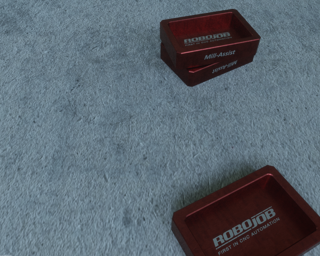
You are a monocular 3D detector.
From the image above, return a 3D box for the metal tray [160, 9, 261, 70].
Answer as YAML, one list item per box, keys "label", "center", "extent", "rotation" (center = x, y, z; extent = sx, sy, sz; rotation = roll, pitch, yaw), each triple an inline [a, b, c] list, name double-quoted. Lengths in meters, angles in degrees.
- label: "metal tray"
  center: [0.074, -0.139, 0.477]
  extent: [0.131, 0.030, 0.090]
  rotation: [-13, 51, -11]

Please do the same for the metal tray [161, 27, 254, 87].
- label: "metal tray"
  center: [0.078, -0.124, 0.505]
  extent: [0.131, 0.030, 0.090]
  rotation: [-24, 54, -19]

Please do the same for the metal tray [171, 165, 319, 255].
- label: "metal tray"
  center: [0.089, 0.102, 0.314]
  extent: [0.131, 0.030, 0.090]
  rotation: [-22, 54, -18]
